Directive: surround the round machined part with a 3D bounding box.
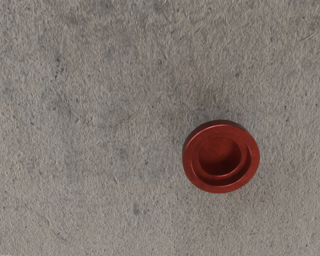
[{"bbox_3d":[0.078,0.035,0.414,0.099,0.042,0.097,0,110,0],"label":"round machined part"}]
